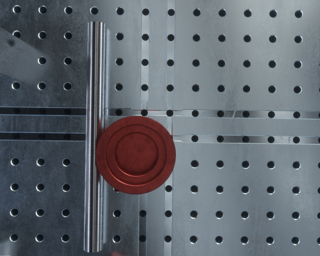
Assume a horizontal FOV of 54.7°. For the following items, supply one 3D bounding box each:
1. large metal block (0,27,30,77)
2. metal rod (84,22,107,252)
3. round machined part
[{"bbox_3d":[-0.226,-0.111,0.384,0.080,0.080,0.050,30,90,0],"label":"large metal block"},{"bbox_3d":[-0.086,0.012,0.412,0.025,0.025,0.298,1,90,0],"label":"metal rod"},{"bbox_3d":[-0.030,0.033,0.403,0.099,0.042,0.097,0,90,-3],"label":"round machined part"}]
